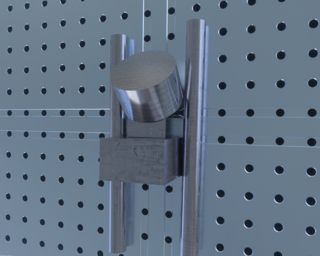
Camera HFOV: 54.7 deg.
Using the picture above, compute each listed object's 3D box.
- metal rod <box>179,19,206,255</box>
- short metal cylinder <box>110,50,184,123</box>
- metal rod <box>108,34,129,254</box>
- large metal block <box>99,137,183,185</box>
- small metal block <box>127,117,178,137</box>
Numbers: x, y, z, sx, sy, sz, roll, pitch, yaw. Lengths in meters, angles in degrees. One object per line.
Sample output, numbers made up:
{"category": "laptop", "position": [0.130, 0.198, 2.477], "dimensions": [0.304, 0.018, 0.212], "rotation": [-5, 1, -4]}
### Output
{"category": "metal rod", "position": [0.042, 0.014, 0.398], "dimensions": [0.025, 0.025, 0.298], "rotation": [2, 91, 20]}
{"category": "short metal cylinder", "position": [-0.015, -0.052, 0.381], "dimensions": [0.080, 0.050, 0.080], "rotation": [-9, 44, 9]}
{"category": "metal rod", "position": [-0.058, 0.022, 0.433], "dimensions": [0.025, 0.025, 0.298], "rotation": [1, 90, 20]}
{"category": "large metal block", "position": [-0.019, 0.037, 0.388], "dimensions": [0.080, 0.080, 0.050], "rotation": [1, 91, 20]}
{"category": "small metal block", "position": [-0.008, -0.001, 0.402], "dimensions": [0.050, 0.050, 0.025], "rotation": [2, 91, 19]}
